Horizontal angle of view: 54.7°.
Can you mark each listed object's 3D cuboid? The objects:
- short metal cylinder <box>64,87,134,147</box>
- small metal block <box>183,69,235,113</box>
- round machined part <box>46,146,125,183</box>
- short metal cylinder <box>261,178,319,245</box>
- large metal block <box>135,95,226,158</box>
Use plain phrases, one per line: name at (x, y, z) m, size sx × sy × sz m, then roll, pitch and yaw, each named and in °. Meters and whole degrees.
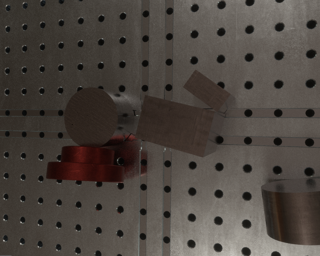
short metal cylinder at (-0.083, -0.013, 0.427) m, size 0.080 × 0.050 × 0.079 m, roll 0°, pitch 90°, yaw 19°
small metal block at (0.061, -0.043, 0.377) m, size 0.050 × 0.050 × 0.025 m, roll 39°, pitch 102°, yaw 15°
round machined part at (-0.095, 0.048, 0.407) m, size 0.098 × 0.098 × 0.042 m, roll -1°, pitch 79°, yaw 19°
short metal cylinder at (0.153, 0.085, 0.330) m, size 0.080 × 0.080 × 0.050 m, roll -7°, pitch 88°, yaw 19°
large metal block at (0.028, -0.003, 0.373) m, size 0.080 × 0.080 × 0.050 m, roll 15°, pitch 95°, yaw 19°
